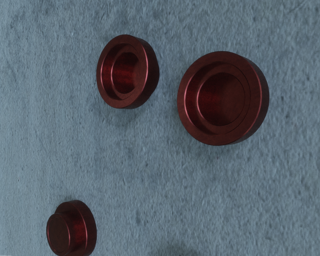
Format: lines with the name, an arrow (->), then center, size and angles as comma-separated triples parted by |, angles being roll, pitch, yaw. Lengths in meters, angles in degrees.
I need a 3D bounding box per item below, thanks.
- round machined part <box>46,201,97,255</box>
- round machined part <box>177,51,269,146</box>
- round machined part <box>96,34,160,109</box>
round machined part -> -0.153, 0.173, 0.517 | 0.098, 0.042, 0.097 | 0, 90, 39
round machined part -> 0.070, -0.030, 0.335 | 0.098, 0.042, 0.097 | 0, 90, 39
round machined part -> -0.040, -0.074, 0.424 | 0.098, 0.042, 0.097 | 0, 90, 39
